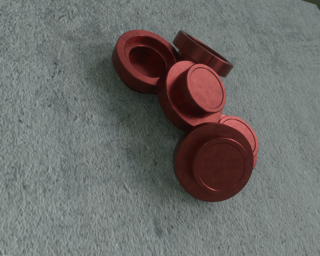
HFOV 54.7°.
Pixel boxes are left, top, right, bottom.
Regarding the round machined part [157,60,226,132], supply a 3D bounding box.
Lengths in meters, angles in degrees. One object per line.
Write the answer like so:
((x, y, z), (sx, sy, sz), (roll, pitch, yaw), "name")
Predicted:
((0.048, -0.045, 0.407), (0.099, 0.042, 0.098), (14, 64, -32), "round machined part")

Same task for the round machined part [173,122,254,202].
((0.068, 0.043, 0.374), (0.099, 0.042, 0.097), (-1, 95, -9), "round machined part")

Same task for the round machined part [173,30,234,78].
((0.060, -0.105, 0.475), (0.098, 0.042, 0.098), (29, 21, -12), "round machined part")

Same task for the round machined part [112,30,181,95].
((-0.021, -0.087, 0.438), (0.099, 0.042, 0.098), (14, 56, -21), "round machined part")

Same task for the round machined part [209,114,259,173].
((0.098, 0.021, 0.436), (0.099, 0.042, 0.098), (14, 56, -21), "round machined part")
